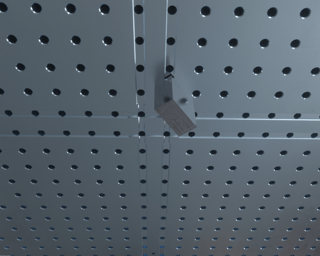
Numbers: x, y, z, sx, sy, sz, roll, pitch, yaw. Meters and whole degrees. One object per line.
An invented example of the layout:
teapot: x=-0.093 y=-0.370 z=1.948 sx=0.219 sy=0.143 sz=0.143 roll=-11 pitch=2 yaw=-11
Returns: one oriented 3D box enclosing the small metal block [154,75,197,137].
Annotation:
small metal block: x=0.018 y=-0.027 z=0.373 sx=0.025 sy=0.050 sz=0.050 roll=-29 pitch=125 yaw=22
